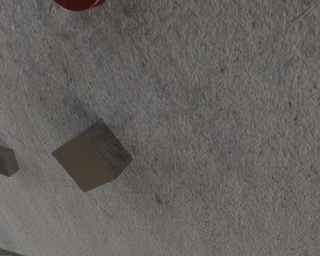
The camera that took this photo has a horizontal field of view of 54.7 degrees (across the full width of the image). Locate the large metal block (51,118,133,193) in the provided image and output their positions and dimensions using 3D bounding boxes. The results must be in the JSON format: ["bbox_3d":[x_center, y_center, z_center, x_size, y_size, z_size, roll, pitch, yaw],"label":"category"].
[{"bbox_3d":[-0.103,0.043,0.472,0.080,0.050,0.080,-28,103,37],"label":"large metal block"}]

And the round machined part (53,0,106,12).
[{"bbox_3d":[-0.101,-0.178,0.339,0.098,0.042,0.097,13,124,21],"label":"round machined part"}]

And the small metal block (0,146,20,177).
[{"bbox_3d":[-0.312,0.064,0.611,0.050,0.025,0.050,13,124,21],"label":"small metal block"}]
